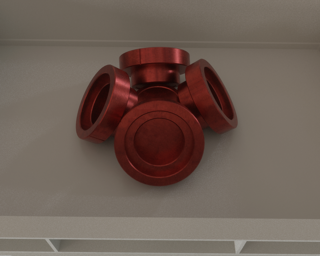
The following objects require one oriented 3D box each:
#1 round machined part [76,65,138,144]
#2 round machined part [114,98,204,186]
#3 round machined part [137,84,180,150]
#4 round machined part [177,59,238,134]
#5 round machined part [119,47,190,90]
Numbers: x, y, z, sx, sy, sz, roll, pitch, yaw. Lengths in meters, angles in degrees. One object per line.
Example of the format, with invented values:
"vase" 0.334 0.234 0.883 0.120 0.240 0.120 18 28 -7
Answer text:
"round machined part" -0.064 -0.026 0.389 0.042 0.098 0.098 22 41 -32
"round machined part" -0.001 0.013 0.356 0.099 0.097 0.042 -1 14 -1
"round machined part" -0.003 -0.021 0.409 0.099 0.042 0.098 0 50 0
"round machined part" 0.058 -0.036 0.400 0.042 0.098 0.098 -27 45 25
"round machined part" -0.007 -0.078 0.433 0.099 0.098 0.042 -3 88 -3
